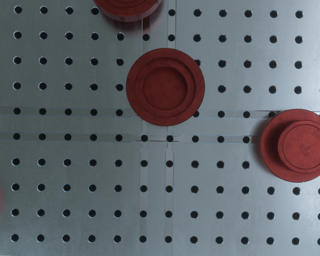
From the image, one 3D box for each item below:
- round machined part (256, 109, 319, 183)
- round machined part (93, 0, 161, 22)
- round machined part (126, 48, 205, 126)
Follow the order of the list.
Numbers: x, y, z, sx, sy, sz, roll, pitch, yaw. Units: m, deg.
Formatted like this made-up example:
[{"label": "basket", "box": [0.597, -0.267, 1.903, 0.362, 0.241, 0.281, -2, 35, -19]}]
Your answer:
[{"label": "round machined part", "box": [0.181, 0.023, 0.406, 0.099, 0.042, 0.097, 0, 90, 0]}, {"label": "round machined part", "box": [-0.043, -0.187, 0.404, 0.099, 0.042, 0.097, 0, 90, 0]}, {"label": "round machined part", "box": [0.007, -0.051, 0.405, 0.099, 0.042, 0.097, 0, 90, 0]}]
